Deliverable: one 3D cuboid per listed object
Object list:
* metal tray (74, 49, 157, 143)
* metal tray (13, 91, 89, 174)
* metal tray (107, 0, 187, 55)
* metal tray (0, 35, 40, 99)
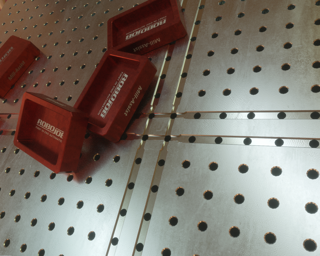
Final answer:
[{"bbox_3d":[-0.072,-0.052,0.467,0.090,0.030,0.130,21,78,35],"label":"metal tray"},{"bbox_3d":[-0.168,0.004,0.468,0.130,0.030,0.090,21,100,36],"label":"metal tray"},{"bbox_3d":[-0.026,-0.171,0.524,0.130,0.030,0.090,-19,54,17],"label":"metal tray"},{"bbox_3d":[-0.326,-0.133,0.660,0.090,0.030,0.130,25,75,36],"label":"metal tray"}]
